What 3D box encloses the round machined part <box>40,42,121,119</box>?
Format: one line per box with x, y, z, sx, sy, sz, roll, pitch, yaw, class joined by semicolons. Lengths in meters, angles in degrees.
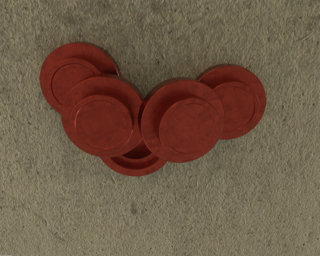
-0.098;-0.054;0.380;0.099;0.042;0.097;0;110;-1;round machined part

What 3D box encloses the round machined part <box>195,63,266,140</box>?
0.086;-0.030;0.392;0.099;0.042;0.097;0;110;-1;round machined part

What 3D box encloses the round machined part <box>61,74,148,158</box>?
-0.063;-0.010;0.352;0.099;0.042;0.097;0;110;-1;round machined part

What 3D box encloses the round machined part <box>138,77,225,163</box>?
0.027;-0.005;0.345;0.099;0.042;0.097;-5;109;-13;round machined part

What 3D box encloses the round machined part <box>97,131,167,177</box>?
-0.032;0.011;0.405;0.099;0.042;0.097;0;110;-1;round machined part
